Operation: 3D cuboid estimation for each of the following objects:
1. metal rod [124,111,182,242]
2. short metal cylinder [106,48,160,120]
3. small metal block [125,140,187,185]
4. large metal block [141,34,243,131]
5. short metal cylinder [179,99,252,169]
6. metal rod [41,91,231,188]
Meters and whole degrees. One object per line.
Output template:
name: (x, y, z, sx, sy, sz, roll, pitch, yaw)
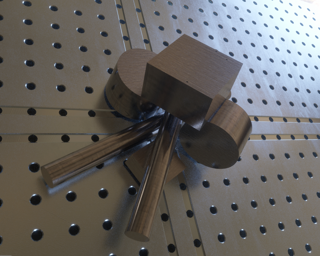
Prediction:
metal rod: (0.016, -0.010, 0.386, 0.025, 0.025, 0.300, 27, 52, -12)
short metal cylinder: (-0.025, -0.057, 0.409, 0.081, 0.050, 0.080, 14, 56, -21)
small metal block: (-0.005, 0.045, 0.374, 0.050, 0.025, 0.050, -32, 80, -38)
large metal block: (0.037, -0.056, 0.360, 0.080, 0.050, 0.080, 32, 50, 14)
short metal cylinder: (0.072, 0.007, 0.404, 0.080, 0.080, 0.050, 40, 52, -1)
metal rod: (-0.005, -0.003, 0.403, 0.302, 0.025, 0.025, -26, 76, -37)
